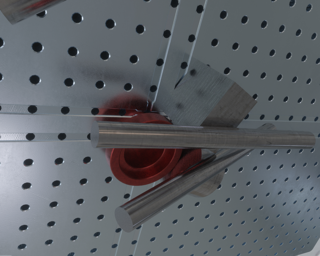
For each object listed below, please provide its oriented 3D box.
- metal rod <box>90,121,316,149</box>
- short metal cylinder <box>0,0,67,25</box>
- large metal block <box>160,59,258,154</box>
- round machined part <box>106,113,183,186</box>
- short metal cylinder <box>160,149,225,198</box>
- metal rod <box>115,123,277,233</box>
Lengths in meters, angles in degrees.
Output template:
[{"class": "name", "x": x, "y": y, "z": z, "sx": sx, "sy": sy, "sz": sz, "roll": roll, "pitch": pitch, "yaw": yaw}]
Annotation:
[{"class": "metal rod", "x": 0.072, "y": 0.011, "z": 0.353, "sx": 0.302, "sy": 0.025, "sz": 0.025, "roll": 2, "pitch": 117, "yaw": -30}, {"class": "short metal cylinder", "x": -0.112, "y": -0.127, "z": 0.236, "sx": 0.050, "sy": 0.080, "sz": 0.080, "roll": -30, "pitch": 129, "yaw": -9}, {"class": "large metal block", "x": 0.058, "y": -0.028, "z": 0.389, "sx": 0.050, "sy": 0.080, "sz": 0.080, "roll": 30, "pitch": 102, "yaw": -38}, {"class": "round machined part", "x": -0.023, "y": 0.023, "z": 0.402, "sx": 0.099, "sy": 0.042, "sz": 0.097, "roll": -14, "pitch": 124, "yaw": -21}, {"class": "short metal cylinder", "x": 0.043, "y": 0.052, "z": 0.431, "sx": 0.050, "sy": 0.080, "sz": 0.080, "roll": 26, "pitch": 104, "yaw": -37}, {"class": "metal rod", "x": 0.070, "y": 0.044, "z": 0.385, "sx": 0.302, "sy": 0.025, "sz": 0.025, "roll": -21, "pitch": 130, "yaw": -43}]
